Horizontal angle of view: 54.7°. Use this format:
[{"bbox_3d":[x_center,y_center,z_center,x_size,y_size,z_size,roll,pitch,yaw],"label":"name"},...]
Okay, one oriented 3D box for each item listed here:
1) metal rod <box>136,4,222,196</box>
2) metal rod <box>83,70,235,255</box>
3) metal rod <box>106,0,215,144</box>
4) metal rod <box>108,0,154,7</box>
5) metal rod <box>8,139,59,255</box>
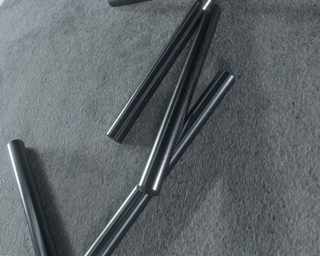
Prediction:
[{"bbox_3d":[0.034,-0.056,0.397,0.025,0.025,0.300,3,56,29],"label":"metal rod"},{"bbox_3d":[-0.002,0.052,0.372,0.025,0.025,0.300,29,77,37],"label":"metal rod"},{"bbox_3d":[0.013,-0.108,0.463,0.025,0.025,0.300,22,73,36],"label":"metal rod"},{"bbox_3d":[0.021,-0.230,0.510,0.300,0.025,0.025,10,67,40],"label":"metal rod"},{"bbox_3d":[-0.166,0.120,0.417,0.025,0.025,0.300,-39,51,2],"label":"metal rod"}]
